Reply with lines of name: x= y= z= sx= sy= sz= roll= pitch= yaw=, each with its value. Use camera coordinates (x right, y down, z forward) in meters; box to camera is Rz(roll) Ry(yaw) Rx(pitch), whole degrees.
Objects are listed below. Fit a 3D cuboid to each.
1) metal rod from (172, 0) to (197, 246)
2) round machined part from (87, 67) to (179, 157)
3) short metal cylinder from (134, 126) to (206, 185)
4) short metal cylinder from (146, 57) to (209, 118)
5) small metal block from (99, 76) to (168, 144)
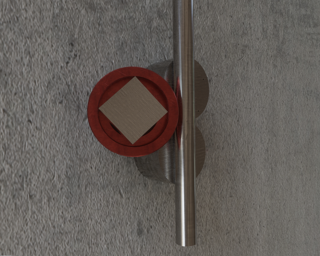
metal rod: x=0.029 y=-0.014 z=0.366 sx=0.025 sy=0.025 sz=0.298 roll=-1 pitch=91 yaw=-40
round machined part: x=-0.031 y=-0.017 z=0.352 sx=0.099 sy=0.042 sz=0.097 roll=0 pitch=88 yaw=-11
short metal cylinder: x=0.013 y=0.031 z=0.400 sx=0.081 sy=0.050 sz=0.080 roll=1 pitch=89 yaw=-40
short metal cylinder: x=0.019 y=-0.050 z=0.406 sx=0.081 sy=0.050 sz=0.079 roll=0 pitch=90 yaw=-40
small metal block: x=-0.029 y=-0.018 z=0.329 sx=0.050 sy=0.025 sz=0.050 roll=-44 pitch=96 yaw=-10
